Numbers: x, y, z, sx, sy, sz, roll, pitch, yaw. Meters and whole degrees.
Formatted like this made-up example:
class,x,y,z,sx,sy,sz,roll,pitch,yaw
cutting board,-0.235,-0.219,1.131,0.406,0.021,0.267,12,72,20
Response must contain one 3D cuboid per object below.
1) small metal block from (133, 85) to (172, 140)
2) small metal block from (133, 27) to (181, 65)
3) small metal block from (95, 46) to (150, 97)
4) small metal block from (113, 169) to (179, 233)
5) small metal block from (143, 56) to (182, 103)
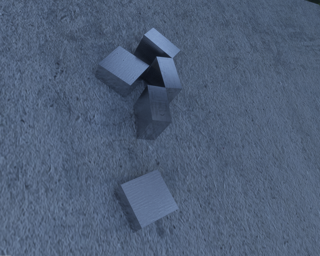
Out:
class,x,y,z,sx,sy,sz,roll,pitch,yaw
small metal block,-0.011,-0.018,0.393,0.025,0.050,0.050,6,59,-26
small metal block,-0.007,-0.107,0.449,0.050,0.050,0.025,40,51,-2
small metal block,-0.051,-0.077,0.420,0.050,0.025,0.050,34,51,2
small metal block,-0.016,0.081,0.346,0.050,0.025,0.050,-18,71,-35
small metal block,0.002,-0.061,0.426,0.025,0.050,0.050,-1,62,-29
